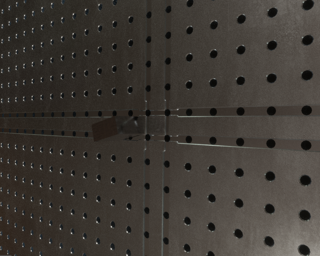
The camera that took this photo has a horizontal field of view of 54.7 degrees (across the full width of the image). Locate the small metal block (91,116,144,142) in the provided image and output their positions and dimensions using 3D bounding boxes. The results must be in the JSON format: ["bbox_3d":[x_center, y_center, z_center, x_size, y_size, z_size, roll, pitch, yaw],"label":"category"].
[{"bbox_3d":[-0.060,0.002,0.440,0.050,0.050,0.025,-17,79,38],"label":"small metal block"}]
